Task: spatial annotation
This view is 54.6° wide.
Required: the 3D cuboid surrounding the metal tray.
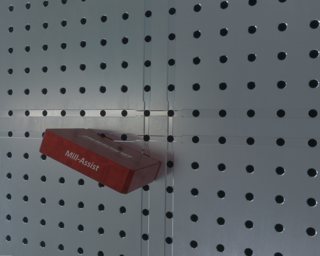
[{"bbox_3d":[-0.076,0.038,0.405,0.130,0.090,0.030,22,98,18],"label":"metal tray"}]
